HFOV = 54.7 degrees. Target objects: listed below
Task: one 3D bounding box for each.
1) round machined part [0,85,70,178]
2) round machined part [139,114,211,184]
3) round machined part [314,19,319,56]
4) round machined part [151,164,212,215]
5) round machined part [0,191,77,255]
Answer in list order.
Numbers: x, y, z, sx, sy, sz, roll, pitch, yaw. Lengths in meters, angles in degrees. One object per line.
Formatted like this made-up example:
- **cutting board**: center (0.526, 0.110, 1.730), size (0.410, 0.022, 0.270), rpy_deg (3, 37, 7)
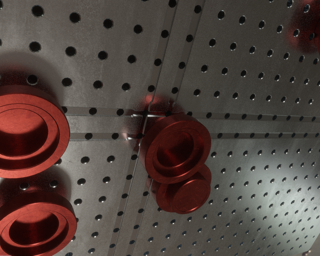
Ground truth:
- **round machined part**: center (-0.147, 0.000, 0.321), size (0.099, 0.042, 0.097), rpy_deg (-14, 124, -21)
- **round machined part**: center (0.017, 0.025, 0.425), size (0.099, 0.042, 0.097), rpy_deg (-13, 122, -21)
- **round machined part**: center (0.273, -0.145, 0.463), size (0.099, 0.042, 0.097), rpy_deg (-14, 125, -21)
- **round machined part**: center (0.039, 0.095, 0.483), size (0.099, 0.042, 0.097), rpy_deg (-14, 124, -21)
- **round machined part**: center (-0.158, 0.118, 0.388), size (0.099, 0.042, 0.097), rpy_deg (-14, 125, -21)
